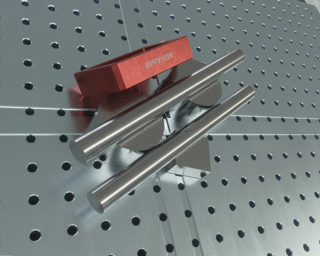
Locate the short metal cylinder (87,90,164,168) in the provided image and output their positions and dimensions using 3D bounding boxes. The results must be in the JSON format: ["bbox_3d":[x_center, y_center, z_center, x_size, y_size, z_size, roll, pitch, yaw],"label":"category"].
[{"bbox_3d":[-0.042,0.001,0.370,0.081,0.050,0.080,14,56,-21],"label":"short metal cylinder"}]

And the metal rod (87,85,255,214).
[{"bbox_3d":[0.038,0.008,0.391,0.302,0.025,0.025,-33,80,-38],"label":"metal rod"}]

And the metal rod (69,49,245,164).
[{"bbox_3d":[0.021,-0.044,0.382,0.302,0.025,0.025,-34,81,-38],"label":"metal rod"}]

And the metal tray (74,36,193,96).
[{"bbox_3d":[-0.031,-0.081,0.398,0.131,0.090,0.030,-33,112,-38],"label":"metal tray"}]

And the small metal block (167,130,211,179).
[{"bbox_3d":[0.037,0.035,0.407,0.050,0.025,0.050,14,56,-21],"label":"small metal block"}]

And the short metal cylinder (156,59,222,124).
[{"bbox_3d":[0.041,-0.053,0.449,0.081,0.050,0.080,14,56,-21],"label":"short metal cylinder"}]
